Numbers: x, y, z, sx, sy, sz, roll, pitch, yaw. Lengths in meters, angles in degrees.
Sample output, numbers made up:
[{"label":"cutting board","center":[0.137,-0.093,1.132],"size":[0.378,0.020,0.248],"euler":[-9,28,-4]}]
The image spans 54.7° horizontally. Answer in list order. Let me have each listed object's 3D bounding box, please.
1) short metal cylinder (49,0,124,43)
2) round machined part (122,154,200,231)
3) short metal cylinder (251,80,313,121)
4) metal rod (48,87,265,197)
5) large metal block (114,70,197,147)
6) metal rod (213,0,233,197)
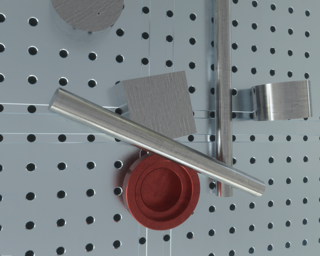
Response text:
[{"label":"short metal cylinder","center":[-0.088,-0.147,0.366],"size":[0.081,0.050,0.080],"euler":[0,90,-20]},{"label":"round machined part","center":[-0.001,0.078,0.403],"size":[0.099,0.042,0.097],"euler":[0,90,-20]},{"label":"short metal cylinder","center":[0.175,-0.038,0.448],"size":[0.081,0.080,0.050],"euler":[-6,92,-20]},{"label":"metal rod","center":[0.018,0.028,0.369],"size":[0.302,0.025,0.025],"euler":[25,82,-27]},{"label":"large metal block","center":[-0.007,-0.024,0.397],"size":[0.081,0.050,0.080],"euler":[-13,95,-20]},{"label":"metal rod","center":[0.091,-0.052,0.445],"size":[0.025,0.025,0.298],"euler":[-1,90,-20]}]
